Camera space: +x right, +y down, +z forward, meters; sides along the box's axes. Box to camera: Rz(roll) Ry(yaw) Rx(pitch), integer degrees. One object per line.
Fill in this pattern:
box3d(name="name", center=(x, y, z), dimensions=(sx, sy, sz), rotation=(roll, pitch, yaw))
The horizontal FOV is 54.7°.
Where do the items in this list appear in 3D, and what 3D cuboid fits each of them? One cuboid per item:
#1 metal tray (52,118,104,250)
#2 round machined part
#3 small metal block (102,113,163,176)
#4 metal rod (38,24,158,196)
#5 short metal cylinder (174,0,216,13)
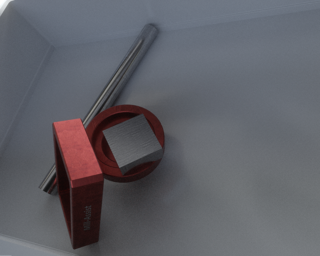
box3d(name="metal tray", center=(-0.095, 0.065, 0.352), dimensions=(0.030, 0.129, 0.090), rotation=(-11, 47, -25))
box3d(name="round machined part", center=(-0.043, 0.022, 0.388), dimensions=(0.099, 0.042, 0.098), rotation=(-1, 61, 2))
box3d(name="small metal block", center=(-0.031, 0.019, 0.352), dimensions=(0.050, 0.025, 0.050), rotation=(-24, 63, -11))
box3d(name="metal rod", center=(-0.086, -0.037, 0.471), dimensions=(0.025, 0.025, 0.300), rotation=(19, 71, 35))
box3d(name="short metal cylinder", center=(0.055, -0.236, 0.507), dimensions=(0.080, 0.050, 0.080), rotation=(-13, 56, 20))
